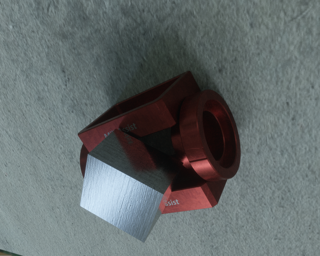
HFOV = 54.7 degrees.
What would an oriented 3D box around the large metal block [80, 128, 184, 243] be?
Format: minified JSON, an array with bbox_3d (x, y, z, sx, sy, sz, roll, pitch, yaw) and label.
[{"bbox_3d":[-0.032,0.060,0.325,0.080,0.050,0.079,26,128,11],"label":"large metal block"}]

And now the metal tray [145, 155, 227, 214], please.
[{"bbox_3d":[0.021,0.067,0.394,0.130,0.090,0.030,-19,109,35],"label":"metal tray"}]

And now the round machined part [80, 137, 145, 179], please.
[{"bbox_3d":[-0.055,0.044,0.415,0.042,0.098,0.098,-17,110,34],"label":"round machined part"}]

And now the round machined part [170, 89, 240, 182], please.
[{"bbox_3d":[0.048,0.010,0.341,0.042,0.098,0.098,-17,110,34],"label":"round machined part"}]

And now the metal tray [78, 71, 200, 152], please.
[{"bbox_3d":[-0.025,-0.018,0.368,0.130,0.090,0.030,-19,108,35],"label":"metal tray"}]
